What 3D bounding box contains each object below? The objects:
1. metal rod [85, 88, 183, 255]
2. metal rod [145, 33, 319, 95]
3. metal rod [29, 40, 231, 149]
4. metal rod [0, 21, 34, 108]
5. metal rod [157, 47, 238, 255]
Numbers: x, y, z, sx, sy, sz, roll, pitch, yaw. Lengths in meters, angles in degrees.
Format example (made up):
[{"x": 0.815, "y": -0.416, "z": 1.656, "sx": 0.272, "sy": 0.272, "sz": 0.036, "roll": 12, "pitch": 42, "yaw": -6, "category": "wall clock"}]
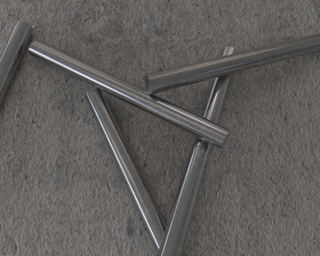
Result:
[{"x": -0.024, "y": 0.079, "z": 0.378, "sx": 0.025, "sy": 0.025, "sz": 0.299, "roll": -25, "pitch": 72, "yaw": -9, "category": "metal rod"}, {"x": 0.125, "y": -0.093, "z": 0.418, "sx": 0.302, "sy": 0.025, "sz": 0.025, "roll": -16, "pitch": 71, "yaw": -16, "category": "metal rod"}, {"x": -0.052, "y": -0.051, "z": 0.404, "sx": 0.301, "sy": 0.025, "sz": 0.025, "roll": 27, "pitch": 72, "yaw": 18, "category": "metal rod"}, {"x": -0.233, "y": -0.014, "z": 0.411, "sx": 0.025, "sy": 0.025, "sz": 0.299, "roll": 11, "pitch": 70, "yaw": 4, "category": "metal rod"}, {"x": 0.054, "y": 0.019, "z": 0.387, "sx": 0.025, "sy": 0.025, "sz": 0.300, "roll": 18, "pitch": 65, "yaw": 6, "category": "metal rod"}]
